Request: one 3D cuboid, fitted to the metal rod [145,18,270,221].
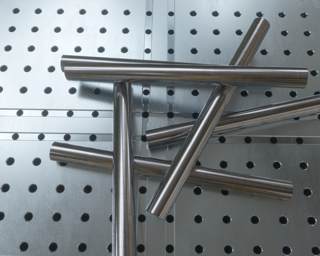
[{"bbox_3d":[0.069,-0.024,0.393,0.025,0.025,0.300,28,72,10],"label":"metal rod"}]

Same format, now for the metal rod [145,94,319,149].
[{"bbox_3d":[0.130,-0.015,0.418,0.302,0.025,0.025,-12,71,-5],"label":"metal rod"}]

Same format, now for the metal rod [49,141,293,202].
[{"bbox_3d":[0.011,0.054,0.392,0.301,0.025,0.025,9,70,3],"label":"metal rod"}]

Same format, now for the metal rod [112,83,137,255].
[{"bbox_3d":[-0.042,0.058,0.355,0.025,0.025,0.300,-4,57,-2],"label":"metal rod"}]

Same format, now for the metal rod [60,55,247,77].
[{"bbox_3d":[0.012,-0.082,0.441,0.302,0.025,0.025,4,70,1],"label":"metal rod"}]

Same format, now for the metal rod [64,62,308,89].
[{"bbox_3d":[0.023,-0.068,0.393,0.301,0.025,0.025,4,70,12],"label":"metal rod"}]
